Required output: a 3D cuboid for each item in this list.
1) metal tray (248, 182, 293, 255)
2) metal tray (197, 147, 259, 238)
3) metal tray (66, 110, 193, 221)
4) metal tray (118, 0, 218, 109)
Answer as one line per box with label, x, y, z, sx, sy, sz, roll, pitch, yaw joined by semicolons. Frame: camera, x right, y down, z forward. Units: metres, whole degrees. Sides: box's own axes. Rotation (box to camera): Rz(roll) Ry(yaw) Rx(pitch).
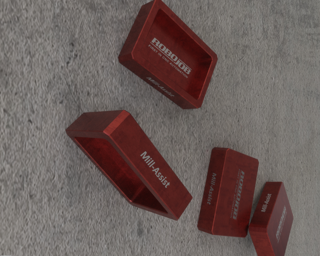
metal tray;0.200;0.168;0.548;0.131;0.030;0.090;-44;118;-47
metal tray;0.112;0.104;0.495;0.091;0.030;0.129;21;77;-38
metal tray;-0.033;0.040;0.334;0.030;0.090;0.130;-50;120;-28
metal tray;0.017;-0.093;0.414;0.130;0.030;0.090;33;70;-35
